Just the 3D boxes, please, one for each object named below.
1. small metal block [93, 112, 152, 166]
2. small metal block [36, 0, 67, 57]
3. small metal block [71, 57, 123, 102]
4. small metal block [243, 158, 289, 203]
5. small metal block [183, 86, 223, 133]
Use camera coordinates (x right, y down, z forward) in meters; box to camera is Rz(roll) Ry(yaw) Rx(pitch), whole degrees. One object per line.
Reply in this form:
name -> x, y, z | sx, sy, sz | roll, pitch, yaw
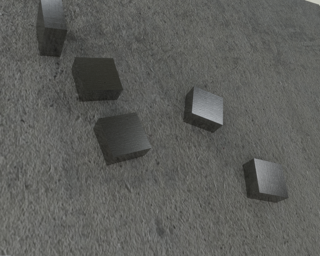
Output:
small metal block -> -0.045, 0.012, 0.372 | 0.050, 0.025, 0.050 | -12, 68, -33
small metal block -> -0.138, -0.126, 0.390 | 0.025, 0.050, 0.050 | -2, 63, -29
small metal block -> -0.081, -0.063, 0.398 | 0.050, 0.025, 0.050 | -6, 65, -31
small metal block -> 0.149, 0.075, 0.438 | 0.050, 0.025, 0.050 | 14, 56, -21
small metal block -> 0.064, -0.027, 0.454 | 0.050, 0.025, 0.050 | 20, 54, -17
